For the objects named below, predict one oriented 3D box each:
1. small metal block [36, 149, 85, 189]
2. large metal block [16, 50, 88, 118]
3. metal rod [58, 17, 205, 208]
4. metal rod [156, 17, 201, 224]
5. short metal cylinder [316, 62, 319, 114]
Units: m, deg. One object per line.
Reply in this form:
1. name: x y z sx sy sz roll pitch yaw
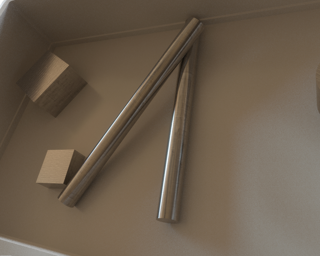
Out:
1. small metal block: -0.141 0.059 0.442 0.050 0.025 0.050 -3 60 26
2. large metal block: -0.186 -0.077 0.532 0.080 0.050 0.080 -49 52 -7
3. metal rod: -0.037 -0.023 0.418 0.025 0.025 0.300 33 86 38
4. metal rod: 0.030 -0.030 0.407 0.025 0.025 0.299 -5 59 25
5. short metal cylinder: 0.201 -0.040 0.309 0.080 0.050 0.080 -13 56 20
